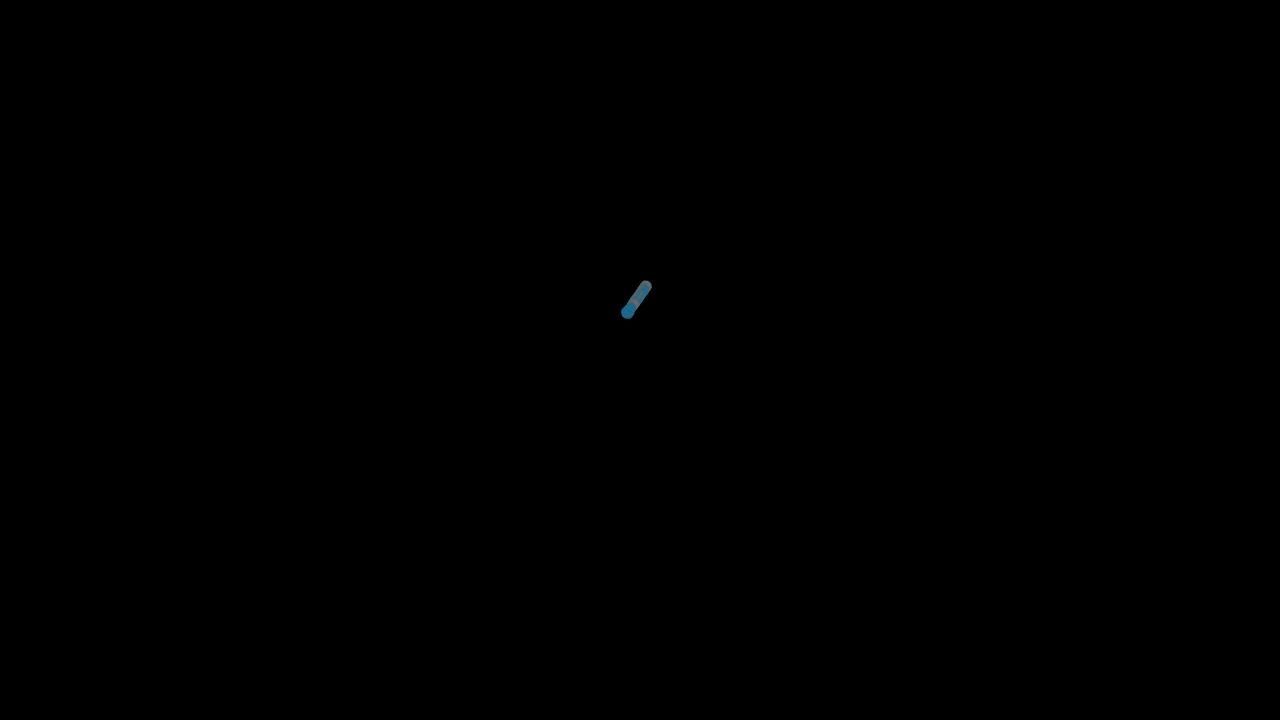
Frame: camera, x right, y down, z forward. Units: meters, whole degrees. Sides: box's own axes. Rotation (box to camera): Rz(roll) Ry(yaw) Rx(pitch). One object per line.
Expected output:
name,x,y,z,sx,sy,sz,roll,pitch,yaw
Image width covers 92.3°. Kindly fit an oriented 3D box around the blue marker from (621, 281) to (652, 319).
blue marker,-0.005,-0.092,0.929,0.020,0.020,0.121,0,26,16
